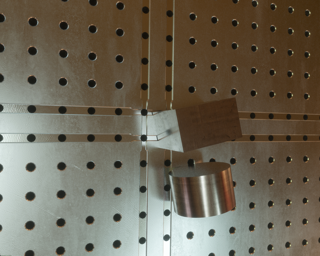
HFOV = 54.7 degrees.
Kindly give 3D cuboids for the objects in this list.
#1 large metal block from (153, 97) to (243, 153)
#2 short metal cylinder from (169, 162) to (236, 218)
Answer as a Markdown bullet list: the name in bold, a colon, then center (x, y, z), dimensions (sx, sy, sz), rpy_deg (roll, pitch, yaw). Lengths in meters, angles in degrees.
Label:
- **large metal block**: center (0.045, -0.005, 0.400), dimensions (0.081, 0.080, 0.050), rpy_deg (-12, 95, -20)
- **short metal cylinder**: center (0.055, 0.078, 0.404), dimensions (0.081, 0.080, 0.050), rpy_deg (-10, 94, -20)
